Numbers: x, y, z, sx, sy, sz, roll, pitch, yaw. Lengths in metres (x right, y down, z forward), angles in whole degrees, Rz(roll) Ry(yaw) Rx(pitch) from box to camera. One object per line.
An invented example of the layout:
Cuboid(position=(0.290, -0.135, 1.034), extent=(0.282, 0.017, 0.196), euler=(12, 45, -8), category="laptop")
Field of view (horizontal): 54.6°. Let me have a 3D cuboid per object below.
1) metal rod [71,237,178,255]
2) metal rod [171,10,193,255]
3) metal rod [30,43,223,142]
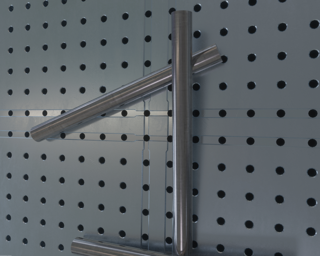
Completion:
Cuboid(position=(0.012, 0.173, 0.391), extent=(0.300, 0.025, 0.025), euler=(0, 90, 26), category="metal rod")
Cuboid(position=(0.028, 0.011, 0.385), extent=(0.025, 0.025, 0.298), euler=(2, 97, 20), category="metal rod")
Cuboid(position=(-0.059, -0.042, 0.433), extent=(0.300, 0.025, 0.025), euler=(-21, 83, 18), category="metal rod")
